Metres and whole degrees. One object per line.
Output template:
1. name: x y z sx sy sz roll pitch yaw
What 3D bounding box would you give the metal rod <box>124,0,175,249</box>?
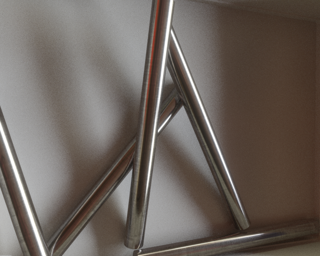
1. metal rod: -0.015 0.004 0.370 0.025 0.025 0.298 3 102 -20

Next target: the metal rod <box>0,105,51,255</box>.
1. metal rod: -0.169 0.027 0.333 0.025 0.025 0.298 -18 91 -19

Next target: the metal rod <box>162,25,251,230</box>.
1. metal rod: 0.062 0.011 0.414 0.025 0.025 0.299 -30 107 -17

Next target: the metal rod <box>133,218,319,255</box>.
1. metal rod: 0.109 0.162 0.443 0.303 0.025 0.025 -1 91 -23

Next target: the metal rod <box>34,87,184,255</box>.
1. metal rod: -0.053 0.054 0.390 0.025 0.025 0.300 43 77 -15
